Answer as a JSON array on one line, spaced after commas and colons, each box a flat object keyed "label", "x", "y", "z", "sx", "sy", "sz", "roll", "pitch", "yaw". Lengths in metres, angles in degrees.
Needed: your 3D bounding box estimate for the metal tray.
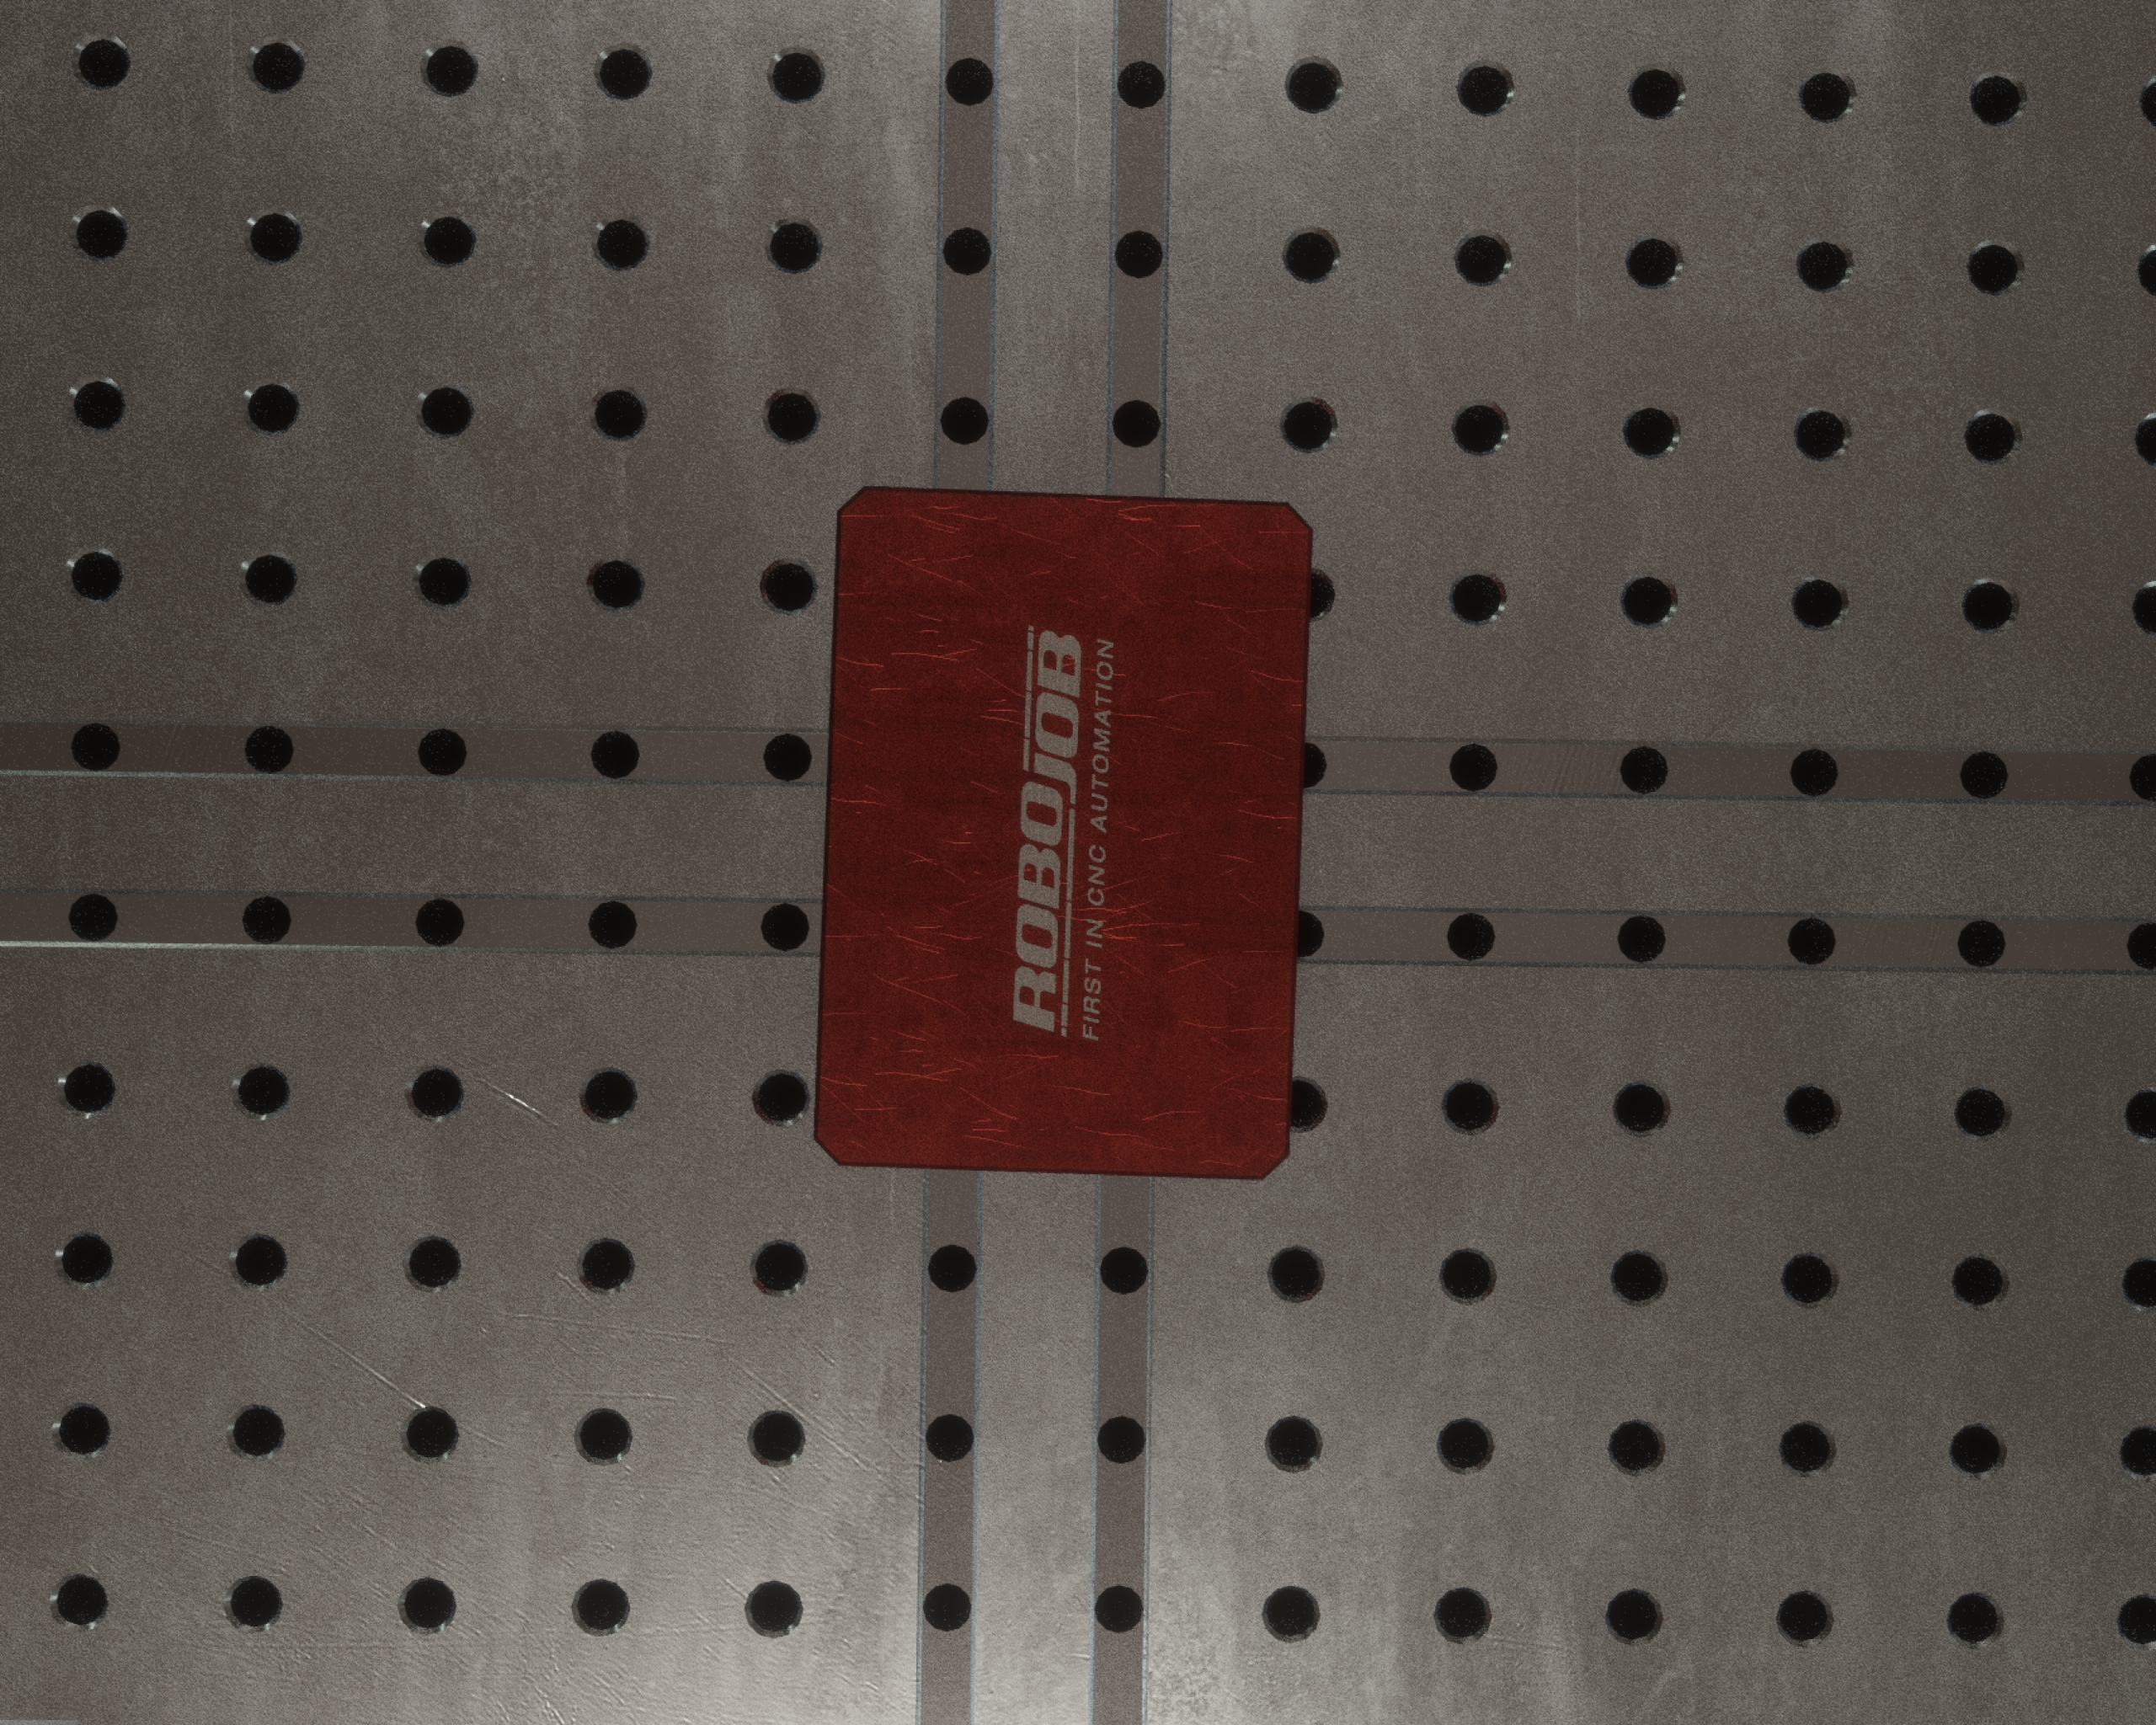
[{"label": "metal tray", "x": -0.003, "y": -0.006, "z": 0.410, "sx": 0.091, "sy": 0.030, "sz": 0.129, "roll": 2, "pitch": 90, "yaw": -1}]
